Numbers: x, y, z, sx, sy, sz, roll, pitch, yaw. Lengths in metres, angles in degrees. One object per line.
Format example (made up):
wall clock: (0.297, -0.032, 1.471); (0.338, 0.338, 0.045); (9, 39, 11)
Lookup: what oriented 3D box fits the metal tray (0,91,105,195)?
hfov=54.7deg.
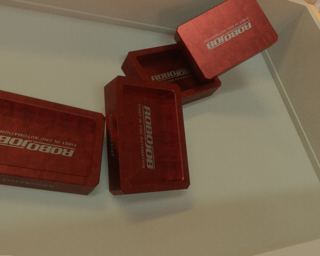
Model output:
metal tray: (-0.128, 0.015, 0.324); (0.131, 0.030, 0.090); (13, 56, -22)

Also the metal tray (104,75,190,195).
metal tray: (-0.015, 0.009, 0.362); (0.091, 0.030, 0.129); (3, 76, -34)

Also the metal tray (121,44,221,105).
metal tray: (0.020, -0.079, 0.462); (0.131, 0.030, 0.090); (-21, 73, -36)

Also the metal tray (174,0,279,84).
metal tray: (0.099, -0.137, 0.468); (0.131, 0.030, 0.090); (-30, 88, -7)
